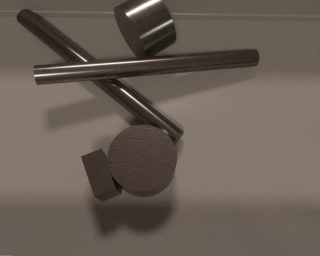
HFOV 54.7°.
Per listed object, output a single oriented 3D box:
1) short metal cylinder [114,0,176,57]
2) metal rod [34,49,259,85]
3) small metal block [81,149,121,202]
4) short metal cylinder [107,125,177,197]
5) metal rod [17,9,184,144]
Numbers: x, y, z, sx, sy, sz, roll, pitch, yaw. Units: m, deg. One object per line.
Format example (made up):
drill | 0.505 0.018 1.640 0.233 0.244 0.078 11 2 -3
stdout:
short metal cylinder | -0.021 -0.142 0.432 0.050 0.080 0.080 -32 74 -11
metal rod | -0.010 -0.084 0.421 0.302 0.025 0.025 -7 70 -11
small metal block | -0.070 0.058 0.374 0.025 0.050 0.050 -21 72 -7
short metal cylinder | -0.021 0.042 0.381 0.081 0.050 0.080 0 70 -1
metal rod | -0.091 -0.077 0.436 0.300 0.025 0.025 39 74 12
